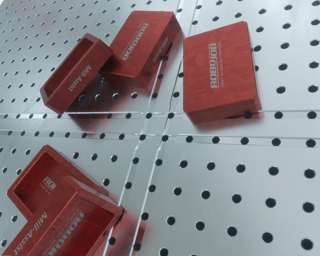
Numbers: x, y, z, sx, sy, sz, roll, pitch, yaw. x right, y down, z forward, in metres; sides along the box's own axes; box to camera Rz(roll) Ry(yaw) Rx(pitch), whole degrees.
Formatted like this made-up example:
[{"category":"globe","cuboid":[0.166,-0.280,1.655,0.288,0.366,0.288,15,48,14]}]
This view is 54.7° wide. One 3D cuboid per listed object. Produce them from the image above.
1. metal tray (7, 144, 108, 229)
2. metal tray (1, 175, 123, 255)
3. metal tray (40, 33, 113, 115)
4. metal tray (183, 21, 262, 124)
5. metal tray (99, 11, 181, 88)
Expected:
[{"category":"metal tray","cuboid":[-0.143,0.089,0.423,0.130,0.030,0.090,28,77,37]},{"category":"metal tray","cuboid":[-0.110,0.126,0.345,0.030,0.090,0.130,29,77,37]},{"category":"metal tray","cuboid":[-0.139,-0.091,0.504,0.130,0.030,0.090,-50,33,1]},{"category":"metal tray","cuboid":[0.078,-0.075,0.409,0.090,0.030,0.130,-11,57,22]},{"category":"metal tray","cuboid":[-0.035,-0.131,0.502,0.090,0.030,0.130,16,70,34]}]
